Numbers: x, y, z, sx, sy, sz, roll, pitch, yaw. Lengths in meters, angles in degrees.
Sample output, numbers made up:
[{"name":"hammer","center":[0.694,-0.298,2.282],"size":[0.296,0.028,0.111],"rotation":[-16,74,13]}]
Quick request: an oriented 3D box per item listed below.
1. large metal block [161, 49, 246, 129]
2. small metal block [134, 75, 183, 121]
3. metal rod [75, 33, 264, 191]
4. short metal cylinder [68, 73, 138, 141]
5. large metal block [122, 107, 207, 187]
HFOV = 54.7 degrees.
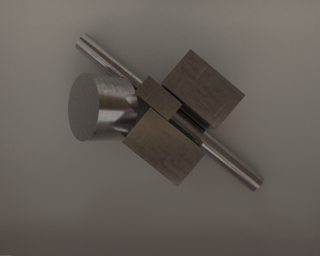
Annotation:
[{"name":"large metal block","center":[0.048,-0.044,0.384],"size":[0.080,0.080,0.050],"rotation":[40,90,-1]},{"name":"small metal block","center":[-0.002,-0.034,0.374],"size":[0.050,0.050,0.025],"rotation":[41,90,-1]},{"name":"metal rod","center":[0.013,-0.020,0.411],"size":[0.300,0.025,0.025],"rotation":[39,90,-1]},{"name":"short metal cylinder","center":[-0.071,-0.024,0.376],"size":[0.050,0.080,0.079],"rotation":[1,90,-40]},{"name":"large metal block","center":[0.004,0.021,0.383],"size":[0.080,0.080,0.050],"rotation":[39,90,-1]}]
